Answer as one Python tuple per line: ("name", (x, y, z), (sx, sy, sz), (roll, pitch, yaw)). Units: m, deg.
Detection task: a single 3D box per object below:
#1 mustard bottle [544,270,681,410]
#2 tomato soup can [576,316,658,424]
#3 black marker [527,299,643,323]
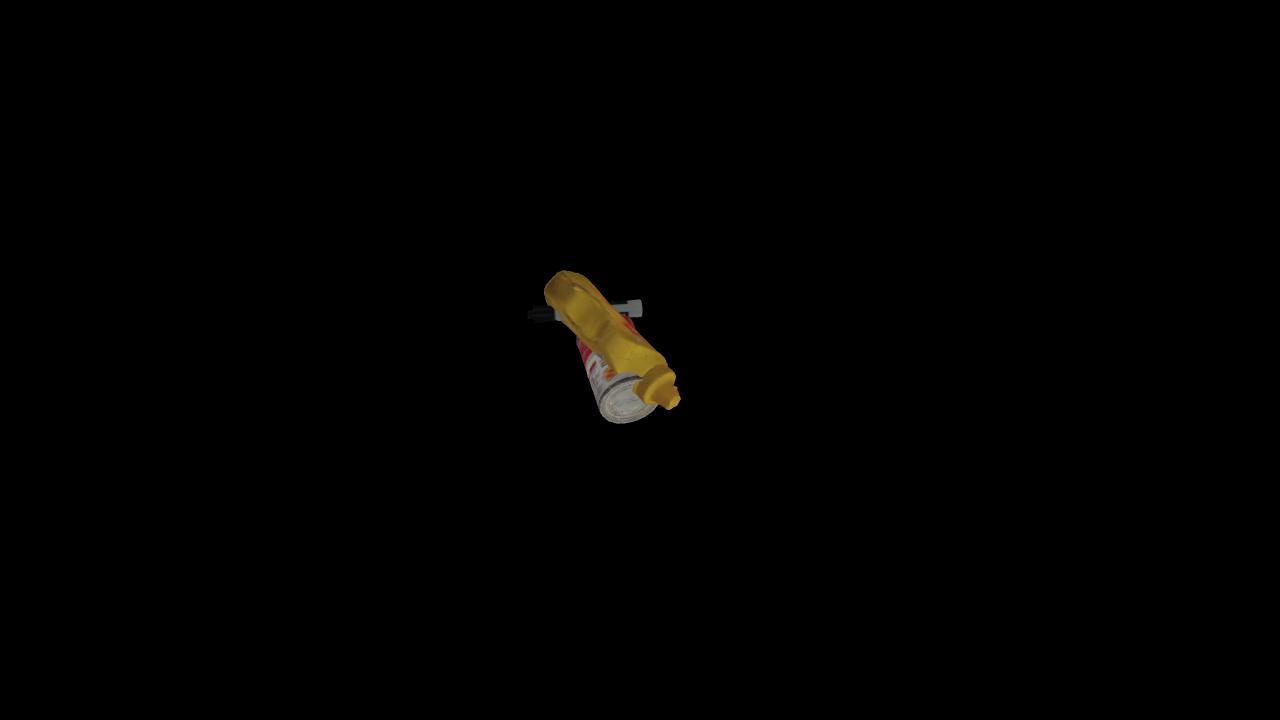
("mustard bottle", (-0.022, -0.014, 0.634), (0.184, 0.054, 0.092), (46, -3, 29))
("tomato soup can", (-0.023, 0.007, 0.640), (0.068, 0.068, 0.101), (0, 44, -23))
("black marker", (-0.058, -0.052, 0.654), (0.121, 0.020, 0.020), (-4, 0, -7))
